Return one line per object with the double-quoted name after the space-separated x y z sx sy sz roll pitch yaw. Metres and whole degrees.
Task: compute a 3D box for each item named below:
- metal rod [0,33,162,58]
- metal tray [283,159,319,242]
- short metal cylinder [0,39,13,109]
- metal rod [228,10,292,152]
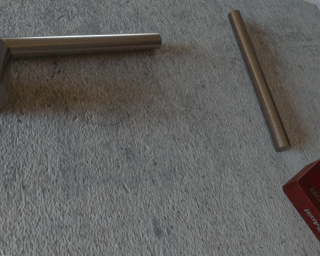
-0.127 -0.107 0.401 0.303 0.025 0.025 -14 69 -34 "metal rod"
0.255 0.121 0.466 0.091 0.030 0.130 -24 75 -37 "metal tray"
-0.190 -0.054 0.300 0.081 0.080 0.050 6 59 -26 "short metal cylinder"
0.173 -0.098 0.559 0.025 0.025 0.299 5 60 -26 "metal rod"
